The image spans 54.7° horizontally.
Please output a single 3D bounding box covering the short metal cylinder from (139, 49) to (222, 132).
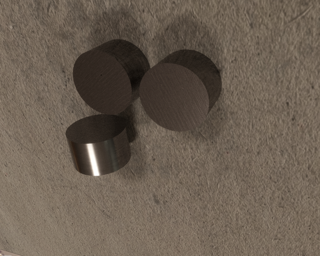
[{"bbox_3d":[0.024,-0.043,0.351,0.080,0.050,0.079,13,124,20],"label":"short metal cylinder"}]

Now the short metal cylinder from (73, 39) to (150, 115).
[{"bbox_3d":[-0.058,-0.063,0.381,0.080,0.050,0.079,13,124,20],"label":"short metal cylinder"}]

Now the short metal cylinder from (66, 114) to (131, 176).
[{"bbox_3d":[-0.083,0.021,0.426,0.080,0.080,0.050,8,122,23],"label":"short metal cylinder"}]
